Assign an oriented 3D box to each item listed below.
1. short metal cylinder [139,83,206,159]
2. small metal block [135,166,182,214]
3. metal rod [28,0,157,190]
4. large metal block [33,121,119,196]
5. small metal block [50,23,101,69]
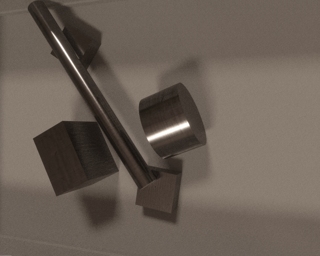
[{"bbox_3d":[0.017,-0.008,0.375,0.050,0.080,0.080,-22,83,18],"label":"short metal cylinder"},{"bbox_3d":[-0.001,0.080,0.410,0.050,0.025,0.050,9,93,19],"label":"small metal block"},{"bbox_3d":[-0.096,-0.051,0.416,0.025,0.025,0.299,-37,79,16],"label":"metal rod"},{"bbox_3d":[-0.110,0.038,0.419,0.050,0.080,0.080,-28,81,18],"label":"large metal block"},{"bbox_3d":[-0.123,-0.116,0.452,0.050,0.025,0.050,35,101,16],"label":"small metal block"}]
